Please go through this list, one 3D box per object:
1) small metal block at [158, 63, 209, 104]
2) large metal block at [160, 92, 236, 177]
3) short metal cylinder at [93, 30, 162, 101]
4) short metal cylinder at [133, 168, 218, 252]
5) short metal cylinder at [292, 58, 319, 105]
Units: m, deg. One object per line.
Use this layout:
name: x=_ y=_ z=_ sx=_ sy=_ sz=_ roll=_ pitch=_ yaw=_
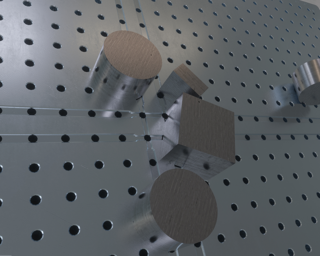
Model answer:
small metal block: x=0.032 y=-0.055 z=0.443 sx=0.050 sy=0.050 sz=0.025 roll=44 pitch=51 yaw=2
large metal block: x=0.052 y=0.010 z=0.414 sx=0.080 sy=0.050 sz=0.080 roll=20 pitch=54 yaw=-17
short metal cylinder: x=-0.044 y=-0.084 z=0.420 sx=0.081 sy=0.050 sz=0.080 roll=14 pitch=56 yaw=-21
short metal cylinder: x=0.016 y=0.092 z=0.345 sx=0.081 sy=0.050 sz=0.080 roll=14 pitch=56 yaw=-21
short metal cylinder: x=0.298 y=-0.086 z=0.586 sx=0.081 sy=0.080 sz=0.050 roll=11 pitch=57 yaw=-23
